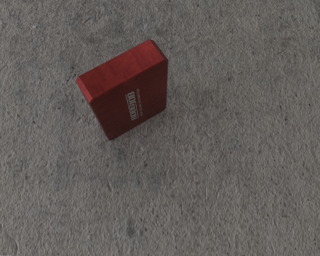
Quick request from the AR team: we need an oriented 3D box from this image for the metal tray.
[{"bbox_3d":[-0.037,-0.037,0.366,0.090,0.130,0.030,-31,73,-10],"label":"metal tray"}]
